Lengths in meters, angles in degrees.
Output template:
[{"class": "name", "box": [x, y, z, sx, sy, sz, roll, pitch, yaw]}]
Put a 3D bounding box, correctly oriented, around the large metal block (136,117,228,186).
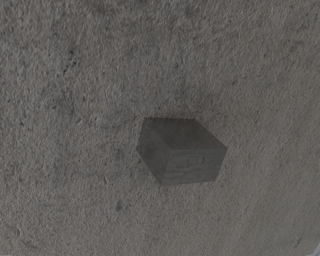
[{"class": "large metal block", "box": [0.025, 0.027, 0.401, 0.081, 0.080, 0.050, 1, 118, -29]}]
